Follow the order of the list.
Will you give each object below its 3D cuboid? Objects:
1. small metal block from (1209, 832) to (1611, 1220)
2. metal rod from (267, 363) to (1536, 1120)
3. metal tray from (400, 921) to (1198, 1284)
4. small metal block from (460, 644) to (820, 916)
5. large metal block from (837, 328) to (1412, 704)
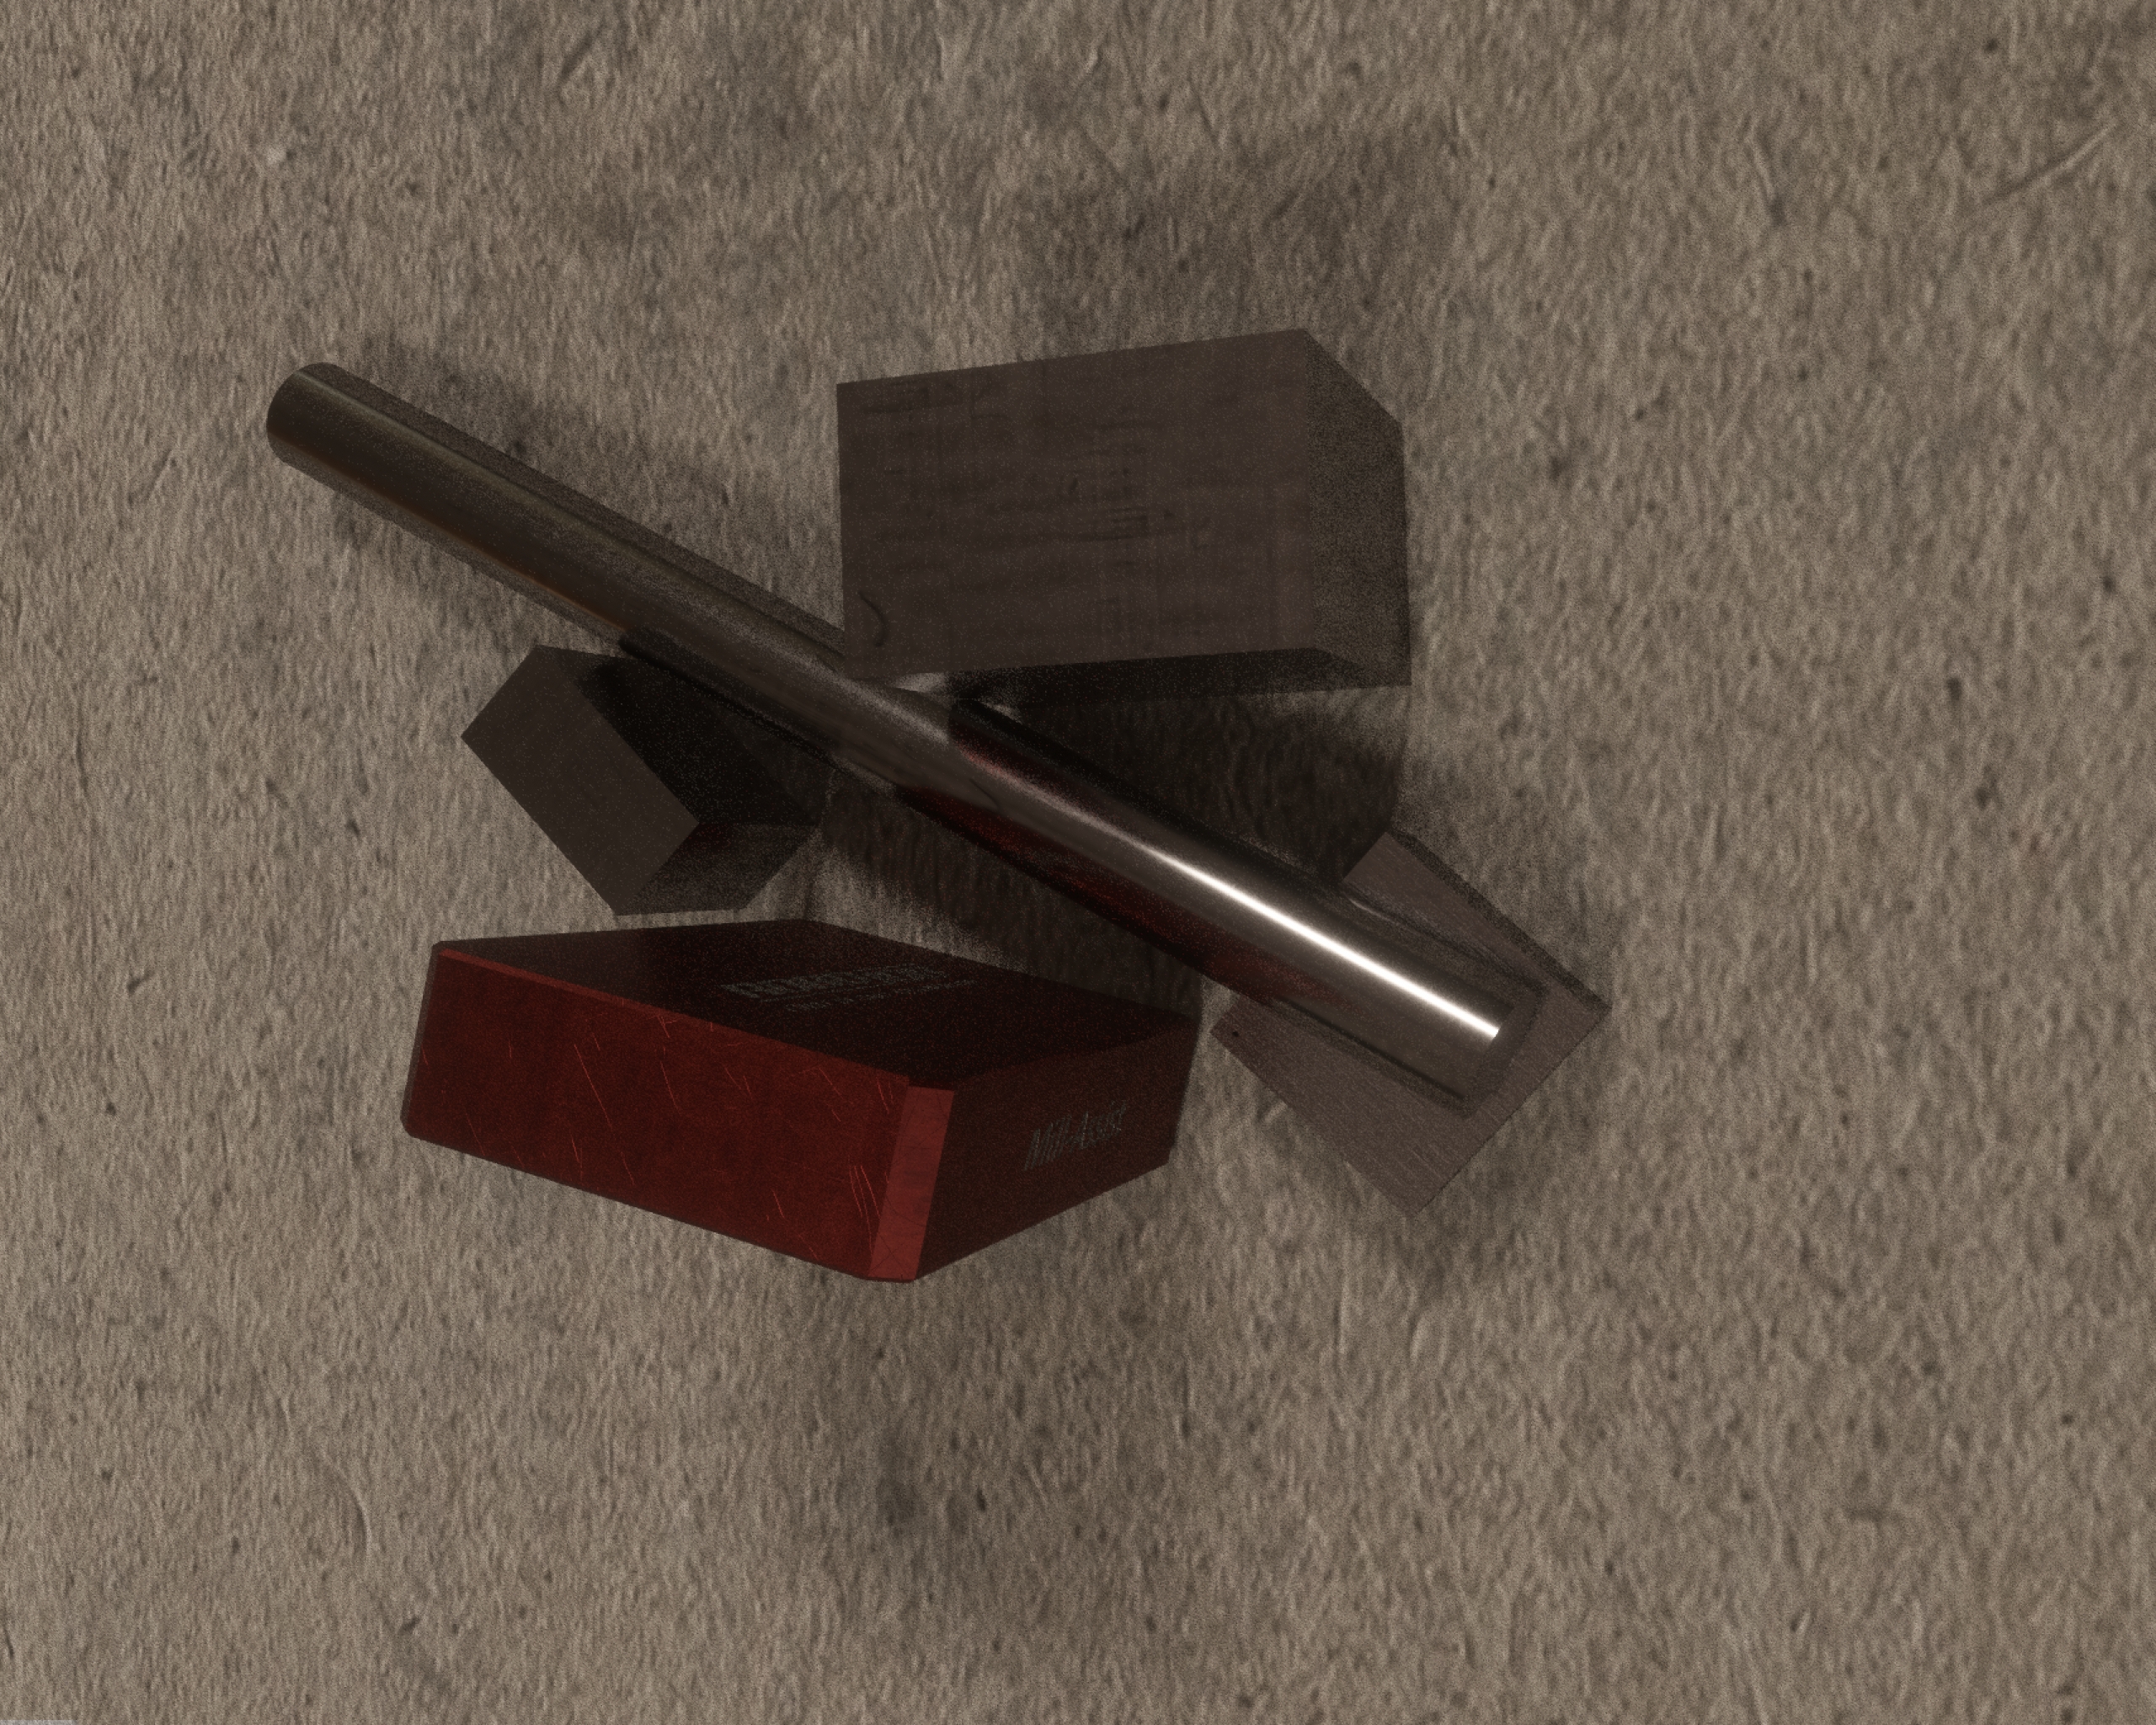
[{"bbox_3d":[0.062,0.029,0.388,0.050,0.025,0.050,43,103,14],"label":"small metal block"},{"bbox_3d":[-0.050,-0.034,0.412,0.300,0.025,0.025,29,99,22],"label":"metal rod"},{"bbox_3d":[-0.041,0.036,0.368,0.090,0.130,0.030,13,95,19],"label":"metal tray"},{"bbox_3d":[-0.088,-0.016,0.426,0.050,0.050,0.025,46,104,14],"label":"small metal block"},{"bbox_3d":[0.012,-0.057,0.375,0.080,0.080,0.050,-2,90,19],"label":"large metal block"}]
